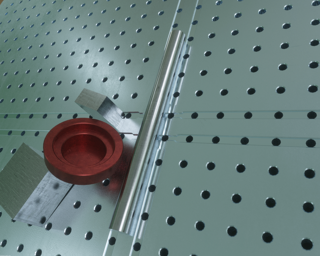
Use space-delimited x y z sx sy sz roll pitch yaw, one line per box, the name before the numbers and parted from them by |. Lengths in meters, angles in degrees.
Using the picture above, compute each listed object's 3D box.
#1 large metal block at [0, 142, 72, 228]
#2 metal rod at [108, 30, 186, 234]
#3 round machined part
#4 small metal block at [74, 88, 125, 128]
large metal block | -0.179 0.078 0.434 0.080 0.050 0.080 26 77 36
metal rod | -0.010 -0.012 0.419 0.025 0.025 0.300 2 62 29
round machined part | -0.100 0.035 0.406 0.099 0.042 0.098 8 44 -8
small metal block | -0.088 -0.029 0.454 0.050 0.050 0.025 21 73 35
